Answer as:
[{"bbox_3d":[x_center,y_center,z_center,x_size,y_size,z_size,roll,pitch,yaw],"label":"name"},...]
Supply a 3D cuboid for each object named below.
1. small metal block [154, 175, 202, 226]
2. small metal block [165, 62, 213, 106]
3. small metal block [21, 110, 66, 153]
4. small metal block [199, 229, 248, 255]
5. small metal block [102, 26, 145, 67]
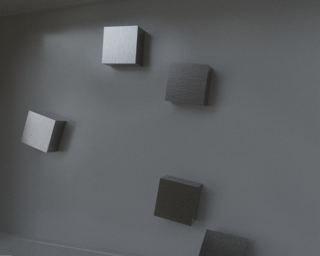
[{"bbox_3d":[0.024,0.093,0.402,0.050,0.025,0.050,11,94,19],"label":"small metal block"},{"bbox_3d":[0.037,-0.056,0.397,0.050,0.025,0.050,9,93,19],"label":"small metal block"},{"bbox_3d":[-0.177,0.005,0.471,0.050,0.025,0.050,19,96,18],"label":"small metal block"},{"bbox_3d":[0.074,0.154,0.368,0.050,0.050,0.025,8,123,19],"label":"small metal block"},{"bbox_3d":[-0.050,-0.112,0.427,0.050,0.025,0.050,4,91,19],"label":"small metal block"}]
